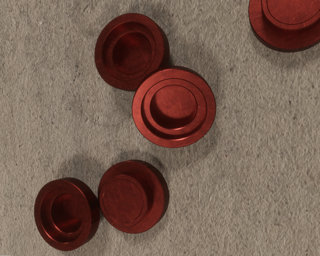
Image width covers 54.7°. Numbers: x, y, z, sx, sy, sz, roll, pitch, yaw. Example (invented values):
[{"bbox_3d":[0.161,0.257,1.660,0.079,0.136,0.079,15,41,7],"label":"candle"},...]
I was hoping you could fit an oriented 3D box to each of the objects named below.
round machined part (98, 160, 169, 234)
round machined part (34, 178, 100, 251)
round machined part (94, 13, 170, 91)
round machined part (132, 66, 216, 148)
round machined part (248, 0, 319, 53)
[{"bbox_3d":[-0.041,0.093,0.413,0.098,0.042,0.097,0,90,19],"label":"round machined part"},{"bbox_3d":[-0.126,0.119,0.441,0.098,0.042,0.097,0,90,23],"label":"round machined part"},{"bbox_3d":[-0.033,-0.096,0.409,0.098,0.042,0.097,-1,88,21],"label":"round machined part"},{"bbox_3d":[0.016,-0.028,0.380,0.099,0.042,0.097,0,111,0],"label":"round machined part"},{"bbox_3d":[0.150,-0.138,0.347,0.098,0.042,0.097,0,90,19],"label":"round machined part"}]
